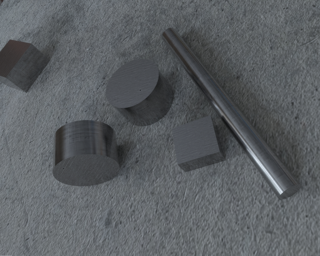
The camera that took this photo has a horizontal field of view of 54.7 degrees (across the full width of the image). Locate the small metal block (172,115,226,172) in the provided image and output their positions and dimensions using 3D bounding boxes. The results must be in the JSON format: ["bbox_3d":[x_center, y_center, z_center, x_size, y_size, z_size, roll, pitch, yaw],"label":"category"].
[{"bbox_3d":[0.045,0.019,0.369,0.050,0.025,0.050,-19,54,16],"label":"small metal block"}]

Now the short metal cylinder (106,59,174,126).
[{"bbox_3d":[-0.028,-0.049,0.432,0.080,0.050,0.080,-13,56,21],"label":"short metal cylinder"}]

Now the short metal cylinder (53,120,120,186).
[{"bbox_3d":[-0.095,0.034,0.397,0.080,0.080,0.050,-23,54,14],"label":"short metal cylinder"}]

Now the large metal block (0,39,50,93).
[{"bbox_3d":[-0.280,-0.123,0.610,0.080,0.050,0.080,18,71,35],"label":"large metal block"}]

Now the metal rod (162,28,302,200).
[{"bbox_3d":[0.070,-0.042,0.392,0.025,0.025,0.300,-33,51,6],"label":"metal rod"}]
